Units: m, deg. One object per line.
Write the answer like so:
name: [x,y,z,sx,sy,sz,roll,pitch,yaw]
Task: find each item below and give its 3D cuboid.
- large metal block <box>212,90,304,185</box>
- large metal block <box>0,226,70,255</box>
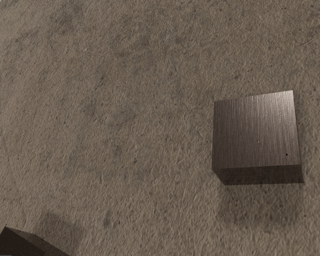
large metal block: [0.102,0.013,0.326,0.080,0.050,0.080,-7,59,24]
large metal block: [-0.163,0.174,0.365,0.080,0.050,0.080,13,68,33]
